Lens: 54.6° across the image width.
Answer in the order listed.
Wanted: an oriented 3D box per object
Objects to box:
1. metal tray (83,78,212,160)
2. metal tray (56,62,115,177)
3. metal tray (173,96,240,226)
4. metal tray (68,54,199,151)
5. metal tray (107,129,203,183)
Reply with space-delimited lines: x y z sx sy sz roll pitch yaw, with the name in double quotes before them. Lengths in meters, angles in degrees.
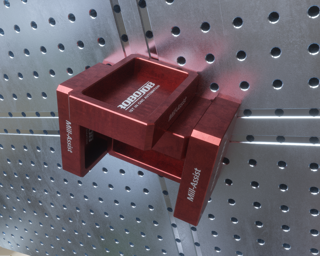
"metal tray" -0.014 -0.020 0.364 0.130 0.090 0.030 20 126 16
"metal tray" -0.091 -0.011 0.411 0.030 0.090 0.129 20 126 16
"metal tray" 0.055 0.039 0.364 0.030 0.090 0.129 20 126 17
"metal tray" -0.022 -0.036 0.332 0.090 0.131 0.030 20 127 16
"metal tray" -0.008 0.016 0.422 0.130 0.030 0.089 20 126 16
